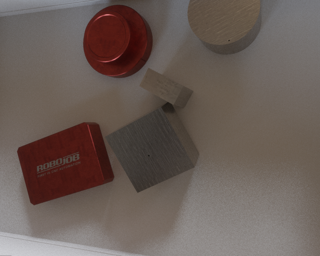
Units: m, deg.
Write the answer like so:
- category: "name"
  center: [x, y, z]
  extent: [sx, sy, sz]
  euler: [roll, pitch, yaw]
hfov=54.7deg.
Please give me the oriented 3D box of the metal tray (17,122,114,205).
- category: "metal tray"
  center: [-0.141, 0.053, 0.456]
  extent: [0.130, 0.030, 0.090]
  euler: [-19, 84, 18]

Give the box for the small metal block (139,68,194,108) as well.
- category: "small metal block"
  center: [0.009, -0.050, 0.393]
  extent: [0.050, 0.050, 0.025]
  euler: [30, 100, 17]

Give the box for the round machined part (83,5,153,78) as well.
- category: "round machined part"
  center: [-0.063, -0.120, 0.423]
  extent: [0.098, 0.042, 0.097]
  euler: [0, 90, 19]

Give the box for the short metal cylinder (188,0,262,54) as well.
- category: "short metal cylinder"
  center: [0.078, -0.133, 0.369]
  extent: [0.080, 0.050, 0.079]
  euler: [0, 90, 19]

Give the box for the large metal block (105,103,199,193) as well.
- category: "large metal block"
  center: [-0.007, 0.022, 0.389]
  extent: [0.080, 0.050, 0.080]
  euler: [-27, 96, 18]
